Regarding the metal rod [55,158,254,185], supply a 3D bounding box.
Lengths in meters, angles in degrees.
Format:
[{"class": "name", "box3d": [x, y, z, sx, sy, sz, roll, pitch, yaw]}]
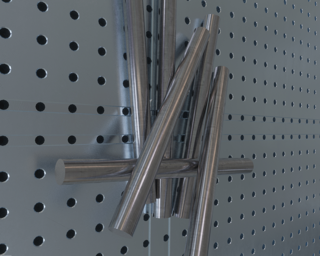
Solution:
[{"class": "metal rod", "box3d": [0.021, 0.051, 0.391, 0.302, 0.025, 0.025, 4, 87, -40]}]

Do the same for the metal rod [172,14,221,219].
[{"class": "metal rod", "box3d": [0.054, -0.022, 0.453, 0.025, 0.025, 0.299, 17, 80, -39]}]

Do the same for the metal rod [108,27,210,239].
[{"class": "metal rod", "box3d": [0.011, -0.019, 0.370, 0.025, 0.025, 0.300, 45, 52, -31]}]

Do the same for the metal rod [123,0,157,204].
[{"class": "metal rod", "box3d": [-0.027, -0.056, 0.385, 0.025, 0.025, 0.298, -6, 94, -40]}]

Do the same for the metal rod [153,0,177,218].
[{"class": "metal rod", "box3d": [0.007, -0.033, 0.413, 0.025, 0.025, 0.298, 2, 89, -40]}]

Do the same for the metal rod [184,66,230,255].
[{"class": "metal rod", "box3d": [0.066, 0.029, 0.404, 0.025, 0.025, 0.300, 41, 47, -32]}]
